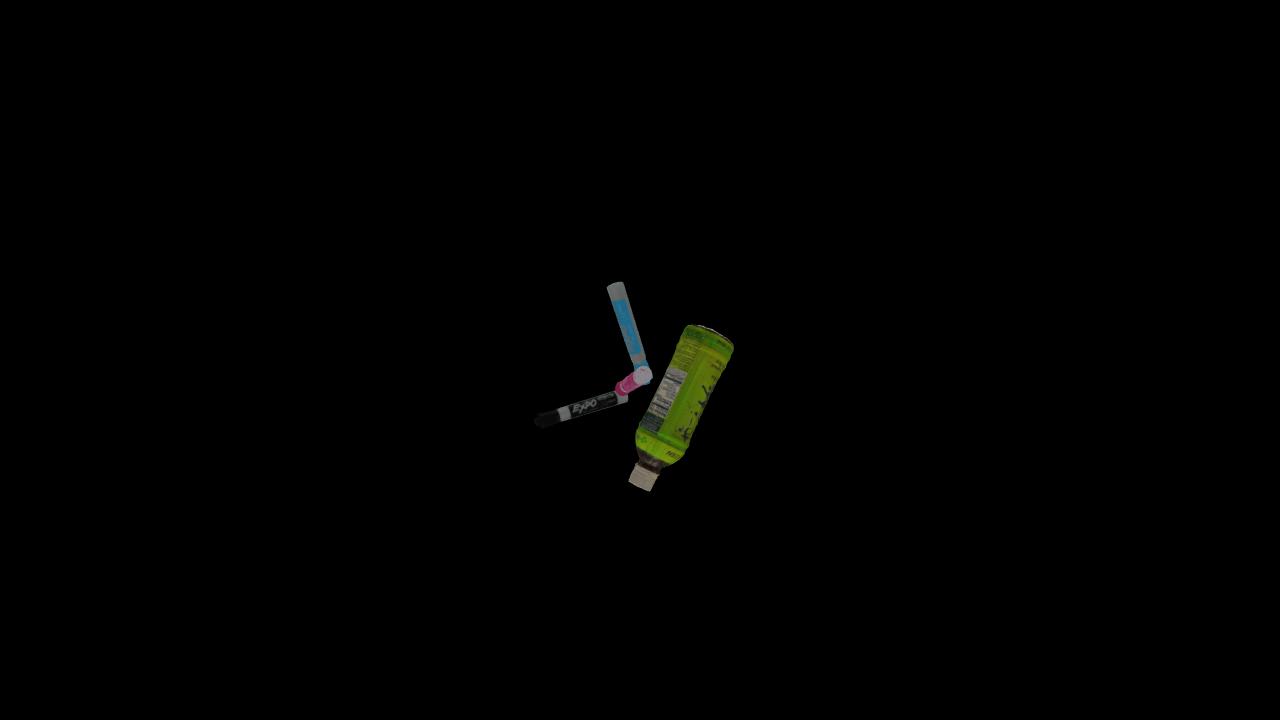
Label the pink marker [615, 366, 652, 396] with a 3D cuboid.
[{"bbox_3d":[-0.009,0.026,0.708,0.020,0.020,0.121,0,-10,-13],"label":"pink marker"}]

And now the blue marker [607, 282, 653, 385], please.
[{"bbox_3d":[-0.009,-0.027,0.674,0.020,0.121,0.020,-15,22,6],"label":"blue marker"}]

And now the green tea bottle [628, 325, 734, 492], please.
[{"bbox_3d":[0.044,0.061,0.768,0.073,0.212,0.073,28,-6,3],"label":"green tea bottle"}]

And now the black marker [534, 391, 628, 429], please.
[{"bbox_3d":[-0.071,0.059,0.751,0.121,0.020,0.020,-16,7,-27],"label":"black marker"}]
